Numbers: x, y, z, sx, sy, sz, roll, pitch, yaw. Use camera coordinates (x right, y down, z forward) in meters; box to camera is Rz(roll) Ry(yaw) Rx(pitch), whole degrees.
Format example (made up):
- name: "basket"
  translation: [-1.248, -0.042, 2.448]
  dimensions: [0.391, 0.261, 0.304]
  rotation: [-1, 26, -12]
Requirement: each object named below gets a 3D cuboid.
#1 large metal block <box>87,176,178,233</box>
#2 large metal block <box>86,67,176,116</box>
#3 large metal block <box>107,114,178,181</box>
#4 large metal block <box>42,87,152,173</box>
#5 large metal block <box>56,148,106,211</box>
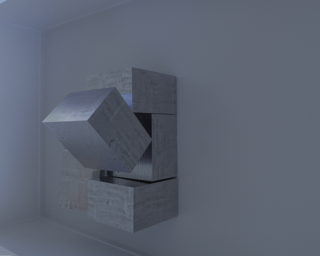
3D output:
- name: "large metal block"
  translation: [-0.034, 0.089, 0.394]
  dimensions: [0.080, 0.081, 0.050]
  rotation: [1, 91, 39]
- name: "large metal block"
  translation: [-0.036, -0.042, 0.395]
  dimensions: [0.080, 0.081, 0.050]
  rotation: [-1, 89, 39]
- name: "large metal block"
  translation: [-0.024, 0.023, 0.409]
  dimensions: [0.080, 0.050, 0.079]
  rotation: [-1, 90, 39]
- name: "large metal block"
  translation: [-0.070, 0.004, 0.351]
  dimensions: [0.080, 0.080, 0.050]
  rotation: [-1, 45, 39]
- name: "large metal block"
  translation: [-0.107, 0.063, 0.444]
  dimensions: [0.050, 0.080, 0.079]
  rotation: [9, 98, -4]
